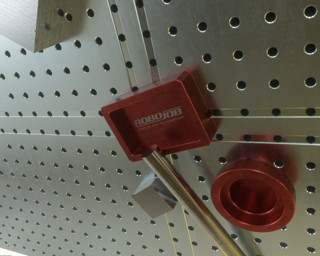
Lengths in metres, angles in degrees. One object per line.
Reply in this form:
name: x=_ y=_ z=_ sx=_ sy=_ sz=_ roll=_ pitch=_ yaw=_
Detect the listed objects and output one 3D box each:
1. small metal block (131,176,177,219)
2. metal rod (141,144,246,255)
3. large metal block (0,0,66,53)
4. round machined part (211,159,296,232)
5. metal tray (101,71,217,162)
small metal block: x=-0.007 y=0.108 z=0.480 sx=0.050 sy=0.025 sz=0.050 roll=48 pitch=129 yaw=-6
metal rod: x=0.075 y=0.141 z=0.437 sx=0.025 sy=0.025 sz=0.300 roll=-25 pitch=112 yaw=36
large metal block: x=-0.169 y=-0.154 z=0.387 sx=0.080 sy=0.050 sz=0.079 roll=30 pitch=128 yaw=8
round machined part: x=0.117 y=0.079 z=0.387 sx=0.098 sy=0.042 sz=0.097 roll=13 pitch=124 yaw=20
metal tray: x=-0.004 y=-0.010 z=0.402 sx=0.130 sy=0.030 sz=0.090 roll=-16 pitch=110 yaw=34
